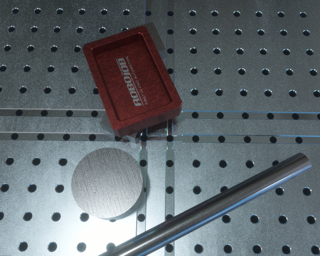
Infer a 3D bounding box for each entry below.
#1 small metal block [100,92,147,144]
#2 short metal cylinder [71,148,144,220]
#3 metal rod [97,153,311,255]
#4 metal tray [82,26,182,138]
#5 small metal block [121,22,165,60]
[{"bbox_3d":[-0.045,-0.014,0.416,0.050,0.025,0.050,23,72,8],"label":"small metal block"},{"bbox_3d":[-0.060,0.069,0.373,0.081,0.050,0.080,0,70,0],"label":"short metal cylinder"},{"bbox_3d":[0.049,0.105,0.373,0.302,0.025,0.025,-25,72,-9],"label":"metal rod"},{"bbox_3d":[-0.037,-0.063,0.404,0.091,0.030,0.130,-21,71,-8],"label":"metal tray"},{"bbox_3d":[-0.025,-0.122,0.456,0.050,0.025,0.050,-20,71,-7],"label":"small metal block"}]
